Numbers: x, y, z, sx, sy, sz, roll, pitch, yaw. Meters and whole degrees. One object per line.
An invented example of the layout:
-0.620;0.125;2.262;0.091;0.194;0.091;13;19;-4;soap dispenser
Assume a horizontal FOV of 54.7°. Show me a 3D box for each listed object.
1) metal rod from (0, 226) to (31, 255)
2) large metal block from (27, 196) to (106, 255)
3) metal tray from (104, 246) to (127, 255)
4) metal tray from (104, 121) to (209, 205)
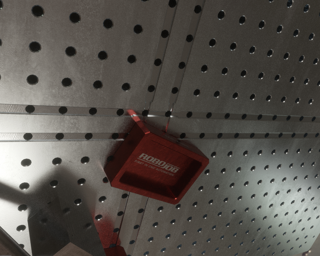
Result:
-0.155;0.164;0.359;0.025;0.025;0.299;-36;108;-5;metal rod
-0.120;0.150;0.404;0.050;0.080;0.080;-38;130;-3;large metal block
-0.104;0.231;0.456;0.131;0.090;0.030;-3;120;-27;metal tray
-0.001;0.055;0.442;0.131;0.030;0.090;27;104;-38;metal tray
